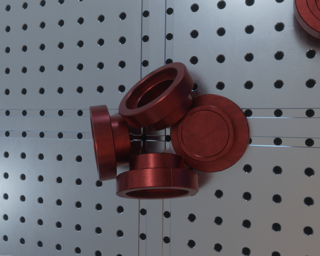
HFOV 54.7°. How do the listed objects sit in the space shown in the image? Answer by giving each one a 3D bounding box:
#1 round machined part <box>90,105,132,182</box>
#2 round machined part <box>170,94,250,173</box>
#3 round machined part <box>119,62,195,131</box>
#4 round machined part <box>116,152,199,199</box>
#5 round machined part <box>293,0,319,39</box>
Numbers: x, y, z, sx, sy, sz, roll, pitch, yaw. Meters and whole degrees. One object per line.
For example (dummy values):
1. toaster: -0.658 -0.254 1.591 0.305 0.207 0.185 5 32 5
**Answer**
1. round machined part: -0.064 0.018 0.405 0.042 0.098 0.097 -8 87 -14
2. round machined part: 0.059 0.007 0.382 0.098 0.042 0.097 0 90 19
3. round machined part: 0.001 -0.034 0.383 0.098 0.098 0.042 -29 118 17
4. round machined part: -0.004 0.059 0.377 0.098 0.098 0.042 -10 68 19
5. round machined part: 0.197 -0.141 0.334 0.098 0.042 0.097 0 90 19
